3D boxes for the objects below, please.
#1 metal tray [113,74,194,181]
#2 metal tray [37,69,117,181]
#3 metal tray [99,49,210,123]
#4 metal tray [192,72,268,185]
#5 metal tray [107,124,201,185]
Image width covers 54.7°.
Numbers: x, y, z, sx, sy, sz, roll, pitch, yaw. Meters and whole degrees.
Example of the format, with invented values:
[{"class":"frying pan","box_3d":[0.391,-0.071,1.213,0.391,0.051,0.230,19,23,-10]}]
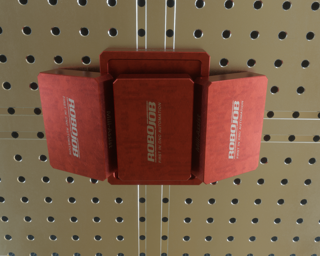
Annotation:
[{"class":"metal tray","box_3d":[-0.007,0.001,0.378,0.091,0.030,0.129,0,110,-1]},{"class":"metal tray","box_3d":[-0.101,-0.005,0.388,0.090,0.030,0.129,9,113,24]},{"class":"metal tray","box_3d":[-0.006,-0.053,0.391,0.131,0.030,0.089,0,111,-1]},{"class":"metal tray","box_3d":[0.086,-0.001,0.391,0.091,0.030,0.129,-11,113,-26]},{"class":"metal tray","box_3d":[-0.006,0.032,0.423,0.131,0.030,0.089,0,111,-1]}]
